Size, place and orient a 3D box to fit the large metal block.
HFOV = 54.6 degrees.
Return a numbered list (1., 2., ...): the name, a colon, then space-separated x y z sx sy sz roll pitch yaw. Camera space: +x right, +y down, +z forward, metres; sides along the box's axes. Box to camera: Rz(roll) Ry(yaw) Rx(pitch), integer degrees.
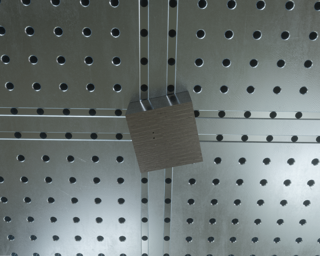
1. large metal block: 0.006 0.004 0.401 0.080 0.050 0.080 -11 110 4
